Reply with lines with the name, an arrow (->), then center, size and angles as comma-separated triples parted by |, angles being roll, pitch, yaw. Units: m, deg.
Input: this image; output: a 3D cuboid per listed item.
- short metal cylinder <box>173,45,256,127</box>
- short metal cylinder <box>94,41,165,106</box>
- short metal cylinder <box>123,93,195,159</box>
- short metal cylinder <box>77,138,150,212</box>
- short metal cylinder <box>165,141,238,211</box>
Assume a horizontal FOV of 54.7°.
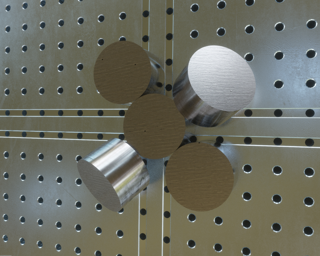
short metal cylinder -> 0.061, -0.046, 0.356 | 0.081, 0.050, 0.080 | 6, 68, -16
short metal cylinder -> -0.040, -0.070, 0.412 | 0.080, 0.050, 0.079 | 0, 90, 19
short metal cylinder -> 0.000, -0.002, 0.398 | 0.080, 0.050, 0.079 | 0, 90, 19
short metal cylinder -> -0.060, 0.060, 0.397 | 0.080, 0.050, 0.079 | 30, 140, 29
short metal cylinder -> 0.053, 0.056, 0.380 | 0.080, 0.050, 0.079 | 0, 90, 19
